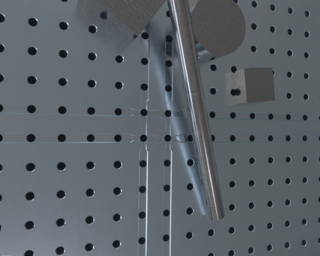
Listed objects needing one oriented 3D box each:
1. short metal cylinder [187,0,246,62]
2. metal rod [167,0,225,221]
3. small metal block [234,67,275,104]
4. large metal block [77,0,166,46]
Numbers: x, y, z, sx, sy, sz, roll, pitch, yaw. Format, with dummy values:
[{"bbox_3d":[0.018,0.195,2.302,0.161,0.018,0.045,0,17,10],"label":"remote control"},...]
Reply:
[{"bbox_3d":[0.069,-0.134,0.425,0.081,0.050,0.079,0,90,-20],"label":"short metal cylinder"},{"bbox_3d":[0.050,-0.016,0.409,0.025,0.025,0.298,-17,104,-19],"label":"metal rod"},{"bbox_3d":[0.142,-0.063,0.465,0.050,0.025,0.050,-6,92,-20],"label":"small metal block"},{"bbox_3d":[-0.042,-0.163,0.384,0.080,0.050,0.080,39,78,-16],"label":"large metal block"}]
